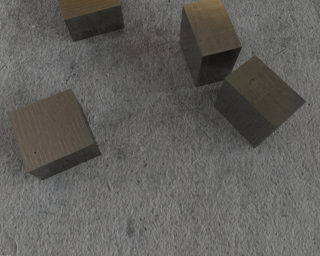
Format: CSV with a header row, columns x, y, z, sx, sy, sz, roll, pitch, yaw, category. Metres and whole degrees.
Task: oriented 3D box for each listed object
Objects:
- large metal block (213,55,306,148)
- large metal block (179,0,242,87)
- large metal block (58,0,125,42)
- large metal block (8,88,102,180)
x,y,z,sx,sy,sz,roll,pitch,yaw,category
0.120,-0.030,0.391,0.050,0.080,0.080,-38,75,-13,large metal block
0.064,-0.114,0.421,0.050,0.080,0.080,-15,71,-5,large metal block
-0.105,-0.186,0.462,0.080,0.050,0.080,-18,71,-7,large metal block
-0.130,0.009,0.391,0.080,0.050,0.080,-24,72,-9,large metal block
